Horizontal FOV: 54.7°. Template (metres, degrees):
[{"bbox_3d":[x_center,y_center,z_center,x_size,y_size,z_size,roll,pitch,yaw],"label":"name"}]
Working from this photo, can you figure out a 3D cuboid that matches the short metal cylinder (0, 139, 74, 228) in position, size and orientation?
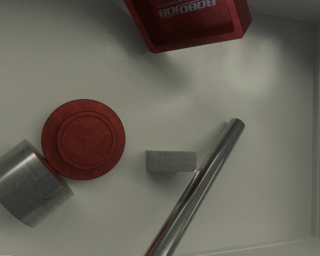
[{"bbox_3d":[-0.138,0.058,0.331,0.050,0.080,0.080,-41,103,-15],"label":"short metal cylinder"}]

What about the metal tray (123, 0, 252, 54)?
[{"bbox_3d":[0.027,-0.139,0.352,0.030,0.130,0.090,-58,132,-35],"label":"metal tray"}]

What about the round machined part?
[{"bbox_3d":[-0.089,0.014,0.369,0.099,0.042,0.097,0,90,-21],"label":"round machined part"}]

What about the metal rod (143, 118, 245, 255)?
[{"bbox_3d":[0.036,0.086,0.363,0.025,0.025,0.301,51,51,-13],"label":"metal rod"}]

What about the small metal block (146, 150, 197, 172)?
[{"bbox_3d":[0.014,0.042,0.403,0.050,0.050,0.025,3,87,-20],"label":"small metal block"}]
